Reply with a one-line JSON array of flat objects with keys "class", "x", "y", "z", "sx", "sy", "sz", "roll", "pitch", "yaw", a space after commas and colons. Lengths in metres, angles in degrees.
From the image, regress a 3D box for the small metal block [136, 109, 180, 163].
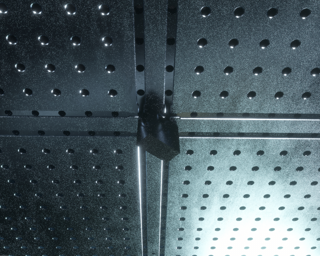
[{"class": "small metal block", "x": -0.002, "y": 0.010, "z": 0.404, "sx": 0.050, "sy": 0.050, "sz": 0.025, "roll": 33, "pitch": 123, "yaw": -25}]
